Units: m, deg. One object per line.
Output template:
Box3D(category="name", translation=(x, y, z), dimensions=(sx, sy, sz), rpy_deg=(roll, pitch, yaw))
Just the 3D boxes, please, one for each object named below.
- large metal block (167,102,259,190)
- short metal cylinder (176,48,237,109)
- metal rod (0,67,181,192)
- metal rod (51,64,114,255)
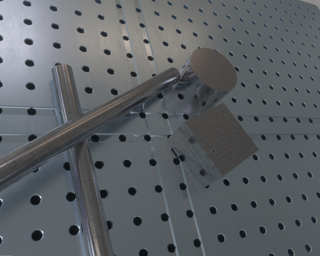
Box3D(category="large metal block", translation=(0.071, 0.022, 0.417), dimensions=(0.081, 0.050, 0.080), rpy_deg=(-26, 76, -37))
Box3D(category="short metal cylinder", translation=(0.070, -0.076, 0.476), dimensions=(0.081, 0.050, 0.080), rpy_deg=(14, 56, -21))
Box3D(category="metal rod", translation=(-0.062, -0.017, 0.358), dimensions=(0.025, 0.025, 0.302), rpy_deg=(47, 43, 5))
Box3D(category="metal rod", translation=(-0.079, 0.060, 0.329), dimensions=(0.025, 0.025, 0.299), rpy_deg=(-4, 64, -30))
